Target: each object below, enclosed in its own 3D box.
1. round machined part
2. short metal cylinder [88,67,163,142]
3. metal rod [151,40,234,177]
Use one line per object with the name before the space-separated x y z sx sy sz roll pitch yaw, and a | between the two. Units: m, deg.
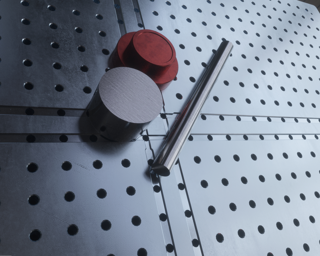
round machined part | -0.016 -0.105 0.454 0.099 0.042 0.098 14 56 -21
short metal cylinder | -0.044 -0.029 0.387 0.081 0.050 0.080 14 56 -21
metal rod | 0.062 -0.049 0.472 0.025 0.025 0.301 36 51 -5
